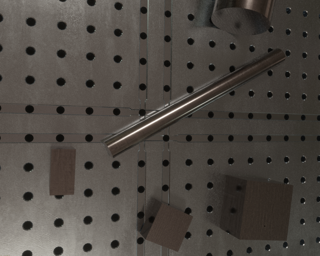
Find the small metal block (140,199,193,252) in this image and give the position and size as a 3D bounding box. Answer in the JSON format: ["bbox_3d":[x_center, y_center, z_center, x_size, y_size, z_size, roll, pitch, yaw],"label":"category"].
[{"bbox_3d":[0.009,0.131,0.417,0.050,0.025,0.050,28,81,-18],"label":"small metal block"}]

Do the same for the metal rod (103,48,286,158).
[{"bbox_3d":[0.060,-0.042,0.436,0.302,0.025,0.025,-29,100,-18],"label":"metal rod"}]

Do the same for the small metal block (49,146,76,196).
[{"bbox_3d":[-0.114,0.047,0.358,0.025,0.050,0.050,2,89,-20],"label":"small metal block"}]

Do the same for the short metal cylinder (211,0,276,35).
[{"bbox_3d":[0.116,-0.169,0.428,0.081,0.080,0.050,15,85,-20],"label":"short metal cylinder"}]

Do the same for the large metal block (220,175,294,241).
[{"bbox_3d":[0.141,0.116,0.453,0.081,0.050,0.080,9,87,-20],"label":"large metal block"}]
